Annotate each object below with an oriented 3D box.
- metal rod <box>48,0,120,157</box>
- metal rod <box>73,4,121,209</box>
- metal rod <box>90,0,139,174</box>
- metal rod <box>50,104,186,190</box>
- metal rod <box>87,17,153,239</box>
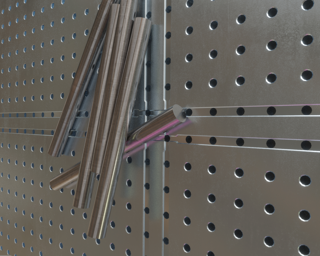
[{"bbox_3d":[-0.130,-0.080,0.513,0.025,0.025,0.298,39,114,32],"label":"metal rod"},{"bbox_3d":[-0.088,-0.032,0.456,0.025,0.025,0.298,11,90,39],"label":"metal rod"},{"bbox_3d":[-0.060,-0.084,0.437,0.025,0.025,0.298,11,91,39],"label":"metal rod"},{"bbox_3d":[-0.082,0.041,0.474,0.299,0.025,0.025,-29,72,35],"label":"metal rod"},{"bbox_3d":[-0.054,-0.002,0.421,0.025,0.025,0.298,10,87,39],"label":"metal rod"}]
